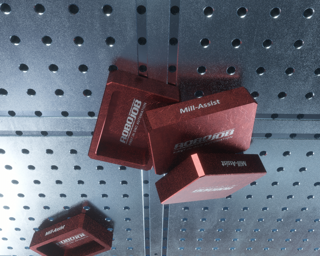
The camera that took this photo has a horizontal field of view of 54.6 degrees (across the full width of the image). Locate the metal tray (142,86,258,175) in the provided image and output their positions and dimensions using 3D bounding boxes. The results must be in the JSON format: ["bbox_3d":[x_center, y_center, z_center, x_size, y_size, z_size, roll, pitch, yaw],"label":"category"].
[{"bbox_3d":[0.049,0.006,0.385,0.131,0.030,0.090,-15,137,-7],"label":"metal tray"}]

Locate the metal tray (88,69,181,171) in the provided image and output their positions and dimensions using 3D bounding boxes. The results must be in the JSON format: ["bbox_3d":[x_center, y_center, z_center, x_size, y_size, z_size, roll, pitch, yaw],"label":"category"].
[{"bbox_3d":[-0.036,-0.004,0.403,0.091,0.030,0.129,14,129,-12],"label":"metal tray"}]

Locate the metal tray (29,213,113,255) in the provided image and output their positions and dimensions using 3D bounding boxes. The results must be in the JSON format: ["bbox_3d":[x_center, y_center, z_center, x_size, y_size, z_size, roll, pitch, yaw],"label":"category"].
[{"bbox_3d":[-0.167,0.215,0.589,0.130,0.030,0.090,-26,126,20],"label":"metal tray"}]

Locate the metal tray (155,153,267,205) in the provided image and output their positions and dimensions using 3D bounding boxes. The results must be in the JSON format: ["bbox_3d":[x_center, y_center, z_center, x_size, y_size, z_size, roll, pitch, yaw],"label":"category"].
[{"bbox_3d":[0.071,0.069,0.425,0.131,0.030,0.090,5,145,-37],"label":"metal tray"}]
